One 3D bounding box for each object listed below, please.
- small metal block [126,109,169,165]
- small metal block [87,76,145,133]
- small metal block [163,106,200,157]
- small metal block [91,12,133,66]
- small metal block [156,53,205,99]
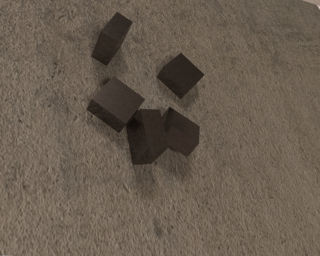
[{"bbox_3d":[-0.017,0.011,0.373,0.025,0.050,0.050,1,61,-28],"label":"small metal block"},{"bbox_3d":[-0.055,-0.030,0.394,0.050,0.025,0.050,37,51,-4],"label":"small metal block"},{"bbox_3d":[0.023,0.004,0.403,0.050,0.025,0.050,33,25,-8],"label":"small metal block"},{"bbox_3d":[-0.067,-0.123,0.428,0.025,0.050,0.050,31,52,-9],"label":"small metal block"},{"bbox_3d":[0.032,-0.080,0.471,0.050,0.025,0.050,43,51,1],"label":"small metal block"}]
